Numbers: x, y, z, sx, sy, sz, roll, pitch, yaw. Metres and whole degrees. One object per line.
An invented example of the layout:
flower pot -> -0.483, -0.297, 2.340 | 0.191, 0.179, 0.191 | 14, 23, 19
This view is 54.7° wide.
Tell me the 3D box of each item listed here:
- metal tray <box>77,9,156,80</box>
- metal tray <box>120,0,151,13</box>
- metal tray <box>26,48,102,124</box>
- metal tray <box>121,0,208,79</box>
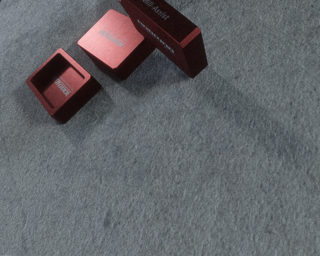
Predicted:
metal tray -> -0.073, -0.145, 0.526 | 0.090, 0.030, 0.130 | -47, 52, -6
metal tray -> -0.011, -0.273, 0.572 | 0.130, 0.030, 0.090 | -18, 55, 17
metal tray -> -0.169, -0.076, 0.532 | 0.090, 0.030, 0.130 | -45, 51, -4
metal tray -> 0.005, -0.133, 0.418 | 0.030, 0.090, 0.130 | -43, 68, -2
